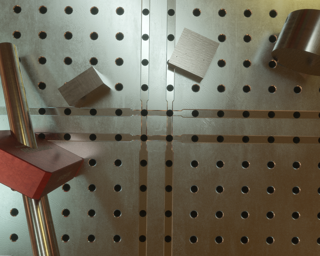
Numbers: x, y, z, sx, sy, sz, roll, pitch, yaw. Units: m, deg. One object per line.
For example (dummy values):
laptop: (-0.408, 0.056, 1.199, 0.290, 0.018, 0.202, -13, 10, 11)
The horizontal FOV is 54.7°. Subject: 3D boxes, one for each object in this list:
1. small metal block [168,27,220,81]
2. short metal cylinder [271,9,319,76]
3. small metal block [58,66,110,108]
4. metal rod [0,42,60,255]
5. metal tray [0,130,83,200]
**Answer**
small metal block: (0.044, -0.097, 0.413, 0.050, 0.025, 0.050, 25, 90, 0)
short metal cylinder: (0.189, -0.104, 0.387, 0.080, 0.080, 0.050, 23, 90, 0)
small metal block: (-0.096, -0.051, 0.400, 0.050, 0.050, 0.025, -34, 90, 0)
metal rod: (-0.152, 0.032, 0.355, 0.025, 0.025, 0.299, -19, 73, 0)
metal tray: (-0.151, 0.036, 0.360, 0.090, 0.130, 0.030, 27, 90, 0)
